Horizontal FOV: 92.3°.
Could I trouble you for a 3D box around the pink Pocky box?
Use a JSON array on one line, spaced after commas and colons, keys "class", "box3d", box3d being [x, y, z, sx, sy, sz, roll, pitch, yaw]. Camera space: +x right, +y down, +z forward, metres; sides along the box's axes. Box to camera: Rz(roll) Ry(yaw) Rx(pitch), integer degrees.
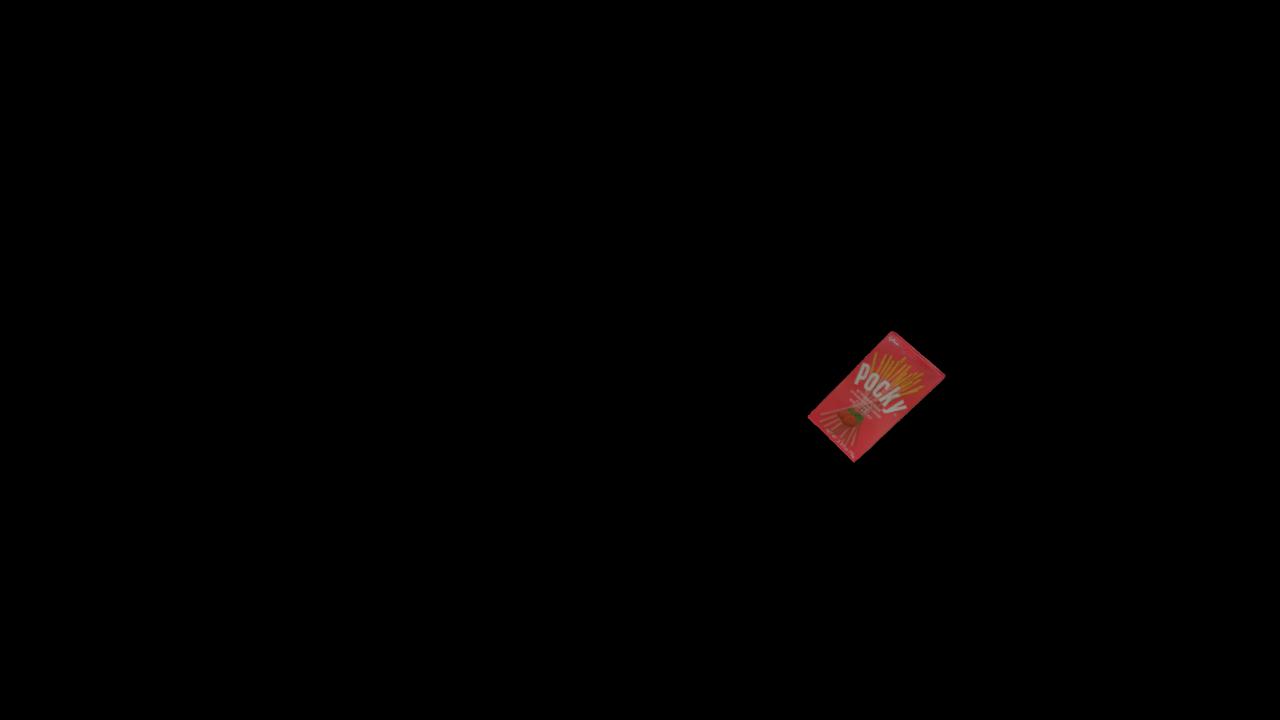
[{"class": "pink Pocky box", "box3d": [0.295, 0.047, 0.776, 0.084, 0.155, 0.029, 48, 23, 21]}]
